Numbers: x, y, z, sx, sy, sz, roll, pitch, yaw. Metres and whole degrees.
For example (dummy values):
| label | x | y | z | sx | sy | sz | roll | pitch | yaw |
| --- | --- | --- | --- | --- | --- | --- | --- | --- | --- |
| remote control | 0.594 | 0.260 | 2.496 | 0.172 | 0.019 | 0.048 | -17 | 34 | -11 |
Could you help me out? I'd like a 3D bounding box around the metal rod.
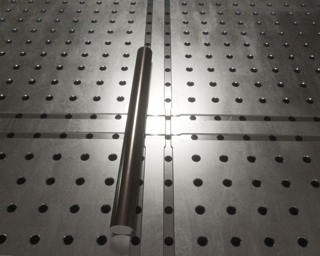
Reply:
| label | x | y | z | sx | sy | sz | roll | pitch | yaw |
| --- | --- | --- | --- | --- | --- | --- | --- | --- | --- |
| metal rod | -0.032 | -0.010 | 0.415 | 0.025 | 0.025 | 0.300 | 2 | 50 | 1 |
